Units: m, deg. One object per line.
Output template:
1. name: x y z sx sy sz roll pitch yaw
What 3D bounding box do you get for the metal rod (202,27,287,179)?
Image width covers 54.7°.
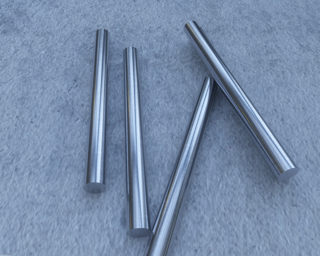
1. metal rod: 0.105 -0.057 0.452 0.025 0.025 0.300 -12 51 -10

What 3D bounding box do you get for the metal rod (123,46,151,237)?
1. metal rod: -0.034 -0.008 0.409 0.025 0.025 0.300 -4 50 -4

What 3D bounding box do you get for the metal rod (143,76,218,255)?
1. metal rod: 0.030 0.043 0.367 0.025 0.025 0.300 14 51 11

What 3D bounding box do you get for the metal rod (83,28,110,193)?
1. metal rod: -0.086 -0.047 0.441 0.025 0.025 0.300 -4 50 -4

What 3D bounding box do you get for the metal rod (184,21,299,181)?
1. metal rod: 0.095 -0.059 0.425 0.025 0.025 0.300 -13 51 -11
